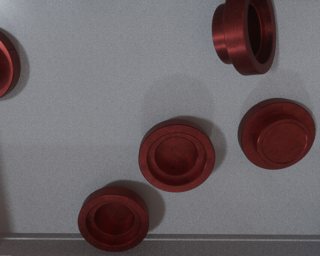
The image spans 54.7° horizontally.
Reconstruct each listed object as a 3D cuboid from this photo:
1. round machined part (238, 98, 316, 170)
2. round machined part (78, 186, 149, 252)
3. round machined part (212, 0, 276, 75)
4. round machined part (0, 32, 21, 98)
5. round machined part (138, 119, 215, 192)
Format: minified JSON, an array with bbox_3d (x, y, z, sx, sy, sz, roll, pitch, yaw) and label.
[{"bbox_3d":[0.157,0.012,0.409,0.099,0.042,0.097,0,110,-1],"label":"round machined part"},{"bbox_3d":[-0.065,0.126,0.448,0.099,0.042,0.097,0,110,-1],"label":"round machined part"},{"bbox_3d":[0.092,-0.107,0.345,0.042,0.099,0.097,1,115,38],"label":"round machined part"},{"bbox_3d":[-0.226,-0.076,0.371,0.099,0.042,0.097,0,110,-1],"label":"round machined part"},{"bbox_3d":[0.021,0.034,0.415,0.099,0.042,0.097,0,110,-1],"label":"round machined part"}]
